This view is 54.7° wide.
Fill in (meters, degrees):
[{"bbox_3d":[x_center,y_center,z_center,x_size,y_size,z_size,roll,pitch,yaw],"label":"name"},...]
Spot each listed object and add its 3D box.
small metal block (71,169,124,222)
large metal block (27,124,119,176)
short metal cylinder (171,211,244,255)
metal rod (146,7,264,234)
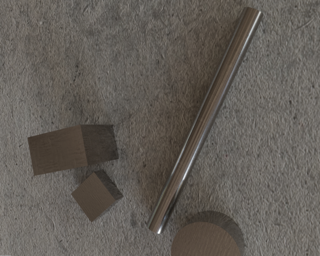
[{"bbox_3d":[-0.089,0.095,0.439,0.050,0.025,0.050,-43,77,14],"label":"small metal block"},{"bbox_3d":[-0.114,0.028,0.418,0.080,0.080,0.050,-13,86,19],"label":"large metal block"},{"bbox_3d":[0.059,0.146,0.374,0.080,0.050,0.079,0,90,19],"label":"short metal cylinder"},{"bbox_3d":[0.052,-0.003,0.389,0.025,0.025,0.298,26,98,18],"label":"metal rod"}]
